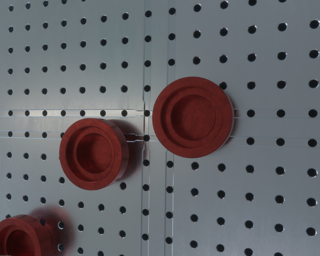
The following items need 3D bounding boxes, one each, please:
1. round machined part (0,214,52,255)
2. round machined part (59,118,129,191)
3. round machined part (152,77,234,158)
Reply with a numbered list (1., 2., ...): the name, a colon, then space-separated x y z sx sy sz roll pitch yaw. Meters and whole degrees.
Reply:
1. round machined part: -0.208 0.182 0.478 0.098 0.042 0.097 0 90 20
2. round machined part: -0.087 0.035 0.435 0.098 0.042 0.097 0 90 20
3. round machined part: 0.043 -0.013 0.389 0.098 0.042 0.097 0 90 20
